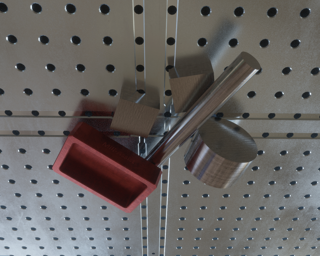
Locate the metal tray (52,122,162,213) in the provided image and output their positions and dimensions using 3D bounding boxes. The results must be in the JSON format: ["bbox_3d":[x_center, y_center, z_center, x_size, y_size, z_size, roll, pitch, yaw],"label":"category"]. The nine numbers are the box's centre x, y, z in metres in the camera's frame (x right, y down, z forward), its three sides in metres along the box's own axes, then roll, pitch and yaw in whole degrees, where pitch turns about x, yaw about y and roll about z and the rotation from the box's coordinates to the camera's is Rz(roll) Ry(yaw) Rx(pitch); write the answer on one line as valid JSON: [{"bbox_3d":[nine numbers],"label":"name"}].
[{"bbox_3d":[-0.074,0.058,0.429,0.130,0.030,0.089,32,131,-8],"label":"metal tray"}]

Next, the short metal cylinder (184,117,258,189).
[{"bbox_3d":[0.078,0.031,0.404,0.081,0.080,0.050,14,129,-12],"label":"short metal cylinder"}]

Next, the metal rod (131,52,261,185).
[{"bbox_3d":[0.015,0.019,0.403,0.025,0.025,0.298,24,133,-19],"label":"metal rod"}]

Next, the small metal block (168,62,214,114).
[{"bbox_3d":[0.039,-0.048,0.372,0.050,0.025,0.050,-8,130,6],"label":"small metal block"}]

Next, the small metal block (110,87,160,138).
[{"bbox_3d":[-0.032,-0.019,0.395,0.050,0.025,0.050,15,129,-13],"label":"small metal block"}]
